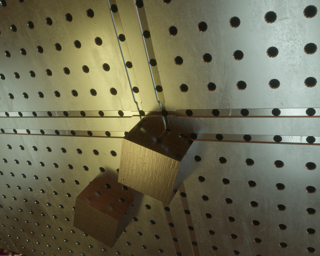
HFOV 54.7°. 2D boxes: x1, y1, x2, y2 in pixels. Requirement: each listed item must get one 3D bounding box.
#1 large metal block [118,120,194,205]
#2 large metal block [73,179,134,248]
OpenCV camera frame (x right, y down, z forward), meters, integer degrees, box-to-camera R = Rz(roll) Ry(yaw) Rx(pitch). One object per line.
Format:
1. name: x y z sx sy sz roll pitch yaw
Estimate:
1. large metal block: -0.007 0.047 0.427 0.080 0.050 0.079 21 126 15
2. large metal block: -0.099 0.148 0.537 0.080 0.050 0.079 25 127 12
